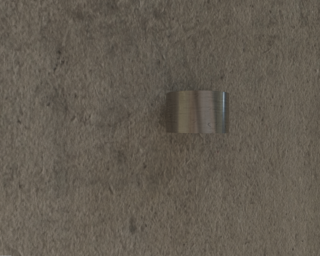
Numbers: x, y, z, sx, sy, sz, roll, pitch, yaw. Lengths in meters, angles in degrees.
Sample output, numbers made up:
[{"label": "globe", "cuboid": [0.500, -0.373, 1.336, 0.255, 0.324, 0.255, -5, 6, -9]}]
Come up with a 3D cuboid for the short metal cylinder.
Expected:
[{"label": "short metal cylinder", "cuboid": [0.048, -0.019, 0.399, 0.081, 0.080, 0.050, 1, 90, -20]}]
